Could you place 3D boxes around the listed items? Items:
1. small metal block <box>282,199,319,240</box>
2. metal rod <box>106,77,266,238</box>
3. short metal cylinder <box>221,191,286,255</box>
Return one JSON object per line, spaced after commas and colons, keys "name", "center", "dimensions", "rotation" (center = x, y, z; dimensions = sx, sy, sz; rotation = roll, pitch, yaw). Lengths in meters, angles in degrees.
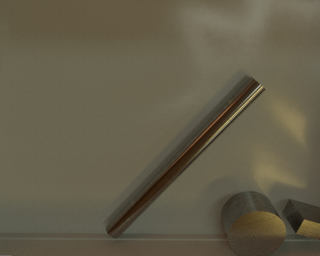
{"name": "small metal block", "center": [0.216, 0.133, 0.450], "dimensions": [0.050, 0.050, 0.025], "rotation": [16, 109, -7]}
{"name": "metal rod", "center": [0.026, 0.050, 0.430], "dimensions": [0.025, 0.025, 0.299], "rotation": [39, 105, -14]}
{"name": "short metal cylinder", "center": [0.134, 0.140, 0.452], "dimensions": [0.081, 0.050, 0.079], "rotation": [0, 110, -1]}
